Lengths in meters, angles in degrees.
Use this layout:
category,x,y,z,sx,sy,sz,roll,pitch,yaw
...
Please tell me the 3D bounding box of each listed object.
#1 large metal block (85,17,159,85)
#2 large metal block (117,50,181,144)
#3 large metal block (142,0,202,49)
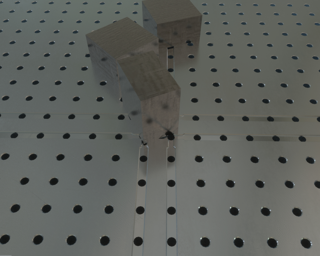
category,x,y,z,sx,sy,sz,roll,pitch,yaw
large metal block,-0.059,-0.125,0.497,0.080,0.050,0.080,-33,58,-25
large metal block,-0.015,-0.040,0.406,0.050,0.080,0.080,-19,53,-15
large metal block,0.020,-0.191,0.552,0.081,0.050,0.080,-16,52,-13
